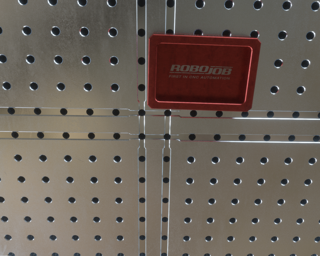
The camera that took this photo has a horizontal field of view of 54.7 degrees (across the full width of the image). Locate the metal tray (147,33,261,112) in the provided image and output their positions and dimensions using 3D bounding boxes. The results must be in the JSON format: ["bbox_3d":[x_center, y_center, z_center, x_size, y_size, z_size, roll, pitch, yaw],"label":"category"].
[{"bbox_3d":[0.051,-0.069,0.385,0.131,0.030,0.089,2,110,-1],"label":"metal tray"}]
